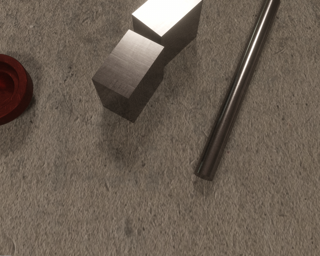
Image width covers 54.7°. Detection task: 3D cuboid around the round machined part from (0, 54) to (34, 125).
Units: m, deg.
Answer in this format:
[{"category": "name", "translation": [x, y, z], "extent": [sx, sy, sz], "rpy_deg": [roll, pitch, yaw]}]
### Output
[{"category": "round machined part", "translation": [-0.219, -0.047, 0.413], "extent": [0.099, 0.042, 0.098], "rpy_deg": [0, 70, -1]}]

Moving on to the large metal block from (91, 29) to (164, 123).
[{"category": "large metal block", "translation": [-0.037, -0.064, 0.402], "extent": [0.050, 0.080, 0.080], "rpy_deg": [29, 73, 10]}]

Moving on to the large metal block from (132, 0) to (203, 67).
[{"category": "large metal block", "translation": [0.010, -0.141, 0.431], "extent": [0.050, 0.080, 0.080], "rpy_deg": [41, 75, 13]}]

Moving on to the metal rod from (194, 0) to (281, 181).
[{"category": "metal rod", "translation": [0.114, -0.068, 0.434], "extent": [0.025, 0.025, 0.300], "rpy_deg": [23, 71, 7]}]
